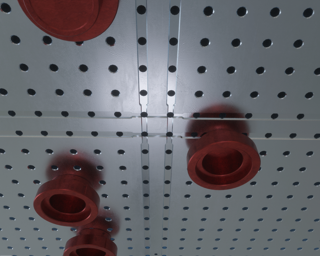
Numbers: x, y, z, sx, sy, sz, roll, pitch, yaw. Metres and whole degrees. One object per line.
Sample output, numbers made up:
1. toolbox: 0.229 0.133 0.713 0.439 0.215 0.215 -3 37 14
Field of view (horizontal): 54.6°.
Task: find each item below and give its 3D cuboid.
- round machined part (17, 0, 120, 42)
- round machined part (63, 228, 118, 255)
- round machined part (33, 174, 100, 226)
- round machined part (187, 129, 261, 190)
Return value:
1. round machined part: -0.088 -0.127 0.292 0.099 0.042 0.097 0 130 0
2. round machined part: -0.131 0.229 0.594 0.099 0.042 0.097 0 130 0
3. round machined part: -0.145 0.112 0.494 0.099 0.042 0.097 0 130 0
4. round machined part: 0.086 0.040 0.435 0.099 0.042 0.097 0 130 0
